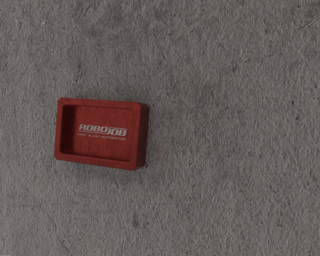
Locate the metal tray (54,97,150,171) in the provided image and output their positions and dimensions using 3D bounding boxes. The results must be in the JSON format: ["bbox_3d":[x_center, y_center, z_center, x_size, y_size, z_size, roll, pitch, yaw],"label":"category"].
[{"bbox_3d":[-0.083,0.006,0.436,0.130,0.030,0.090,5,92,20],"label":"metal tray"}]
